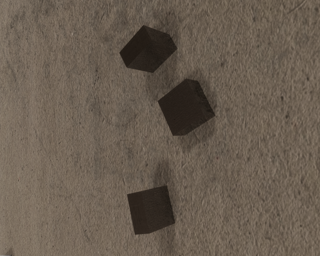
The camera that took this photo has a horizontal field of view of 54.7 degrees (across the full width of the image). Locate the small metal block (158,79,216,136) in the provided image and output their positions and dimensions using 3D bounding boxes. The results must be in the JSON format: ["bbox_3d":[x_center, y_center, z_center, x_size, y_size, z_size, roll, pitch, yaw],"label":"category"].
[{"bbox_3d":[0.031,-0.024,0.378,0.050,0.025,0.050,-36,68,34],"label":"small metal block"}]

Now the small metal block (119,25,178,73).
[{"bbox_3d":[-0.015,-0.100,0.399,0.050,0.050,0.025,-40,66,32],"label":"small metal block"}]

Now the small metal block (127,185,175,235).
[{"bbox_3d":[-0.011,0.104,0.396,0.025,0.050,0.050,-20,77,38],"label":"small metal block"}]
